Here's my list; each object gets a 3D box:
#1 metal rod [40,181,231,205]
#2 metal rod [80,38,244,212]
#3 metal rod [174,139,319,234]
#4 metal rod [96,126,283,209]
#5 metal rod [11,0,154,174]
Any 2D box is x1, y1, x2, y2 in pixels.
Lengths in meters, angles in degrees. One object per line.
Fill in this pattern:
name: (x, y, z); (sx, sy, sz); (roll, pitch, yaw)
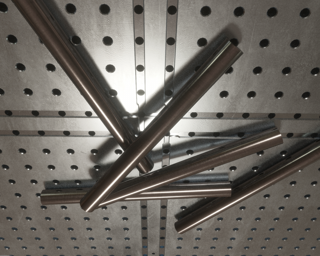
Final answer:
metal rod: (-0.039, 0.105, 0.500); (0.302, 0.025, 0.025); (-3, 130, 2)
metal rod: (-0.012, 0.011, 0.394); (0.025, 0.025, 0.299); (32, 115, -25)
metal rod: (0.139, 0.100, 0.498); (0.025, 0.025, 0.299); (36, 121, -27)
metal rod: (0.025, 0.063, 0.450); (0.301, 0.025, 0.025); (-21, 127, 11)
metal rod: (-0.082, -0.045, 0.371); (0.025, 0.025, 0.299); (-19, 128, 15)
